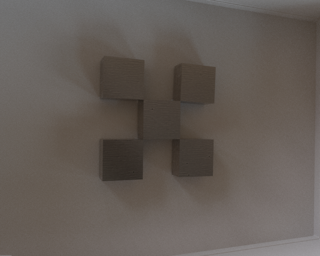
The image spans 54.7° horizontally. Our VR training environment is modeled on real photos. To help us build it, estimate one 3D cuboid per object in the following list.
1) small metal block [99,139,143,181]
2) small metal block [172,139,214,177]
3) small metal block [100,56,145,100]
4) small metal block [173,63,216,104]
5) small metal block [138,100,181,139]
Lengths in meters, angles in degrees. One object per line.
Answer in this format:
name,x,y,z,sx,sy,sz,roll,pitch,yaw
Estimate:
small metal block,-0.049,0.039,0.390,0.050,0.025,0.050,1,90,-20
small metal block,0.045,0.040,0.424,0.050,0.025,0.050,1,90,-20
small metal block,-0.048,-0.061,0.391,0.050,0.025,0.050,2,90,-20
small metal block,0.047,-0.059,0.425,0.050,0.025,0.050,3,89,-20
small metal block,-0.001,-0.011,0.407,0.050,0.025,0.050,0,90,-20
